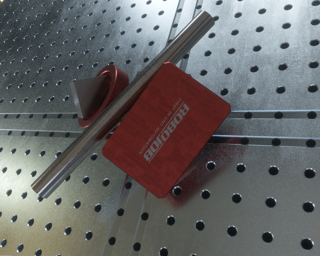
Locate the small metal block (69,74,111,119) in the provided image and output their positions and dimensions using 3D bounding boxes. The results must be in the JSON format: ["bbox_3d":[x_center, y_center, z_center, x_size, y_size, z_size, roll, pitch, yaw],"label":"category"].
[{"bbox_3d":[-0.092,-0.045,0.430,0.050,0.050,0.025,-18,14,-27],"label":"small metal block"}]

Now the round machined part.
[{"bbox_3d":[-0.072,-0.037,0.439,0.098,0.042,0.098,-34,42,38],"label":"round machined part"}]

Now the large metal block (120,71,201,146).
[{"bbox_3d":[0.000,-0.025,0.406,0.080,0.050,0.080,9,66,32],"label":"large metal block"}]

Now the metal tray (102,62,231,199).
[{"bbox_3d":[0.007,0.003,0.355,0.090,0.030,0.130,37,96,7],"label":"metal tray"}]

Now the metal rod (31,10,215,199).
[{"bbox_3d":[-0.042,-0.033,0.384,0.300,0.025,0.025,-47,52,-5],"label":"metal rod"}]
